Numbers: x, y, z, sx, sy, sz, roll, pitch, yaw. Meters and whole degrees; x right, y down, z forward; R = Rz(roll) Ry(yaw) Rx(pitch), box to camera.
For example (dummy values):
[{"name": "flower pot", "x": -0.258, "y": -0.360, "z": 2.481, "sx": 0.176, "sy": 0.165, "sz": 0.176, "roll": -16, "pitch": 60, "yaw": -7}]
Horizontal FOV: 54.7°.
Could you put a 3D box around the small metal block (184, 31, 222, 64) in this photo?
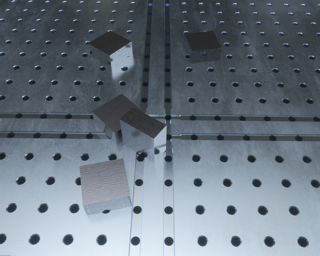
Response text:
[{"name": "small metal block", "x": 0.071, "y": -0.137, "z": 0.524, "sx": 0.050, "sy": 0.025, "sz": 0.050, "roll": -8, "pitch": 51, "yaw": -7}]

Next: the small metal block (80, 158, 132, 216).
[{"name": "small metal block", "x": -0.062, "y": 0.066, "z": 0.351, "sx": 0.050, "sy": 0.025, "sz": 0.050, "roll": -10, "pitch": 51, "yaw": -9}]

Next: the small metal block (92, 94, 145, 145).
[{"name": "small metal block", "x": -0.055, "y": -0.013, "z": 0.418, "sx": 0.050, "sy": 0.025, "sz": 0.050, "roll": -35, "pitch": 59, "yaw": -26}]

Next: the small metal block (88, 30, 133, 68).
[{"name": "small metal block", "x": -0.082, "y": -0.133, "z": 0.518, "sx": 0.050, "sy": 0.025, "sz": 0.050, "roll": 33, "pitch": 57, "yaw": 24}]

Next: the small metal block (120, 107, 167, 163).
[{"name": "small metal block", "x": -0.020, "y": 0.009, "z": 0.384, "sx": 0.050, "sy": 0.050, "sz": 0.025, "roll": 29, "pitch": 56, "yaw": 21}]
